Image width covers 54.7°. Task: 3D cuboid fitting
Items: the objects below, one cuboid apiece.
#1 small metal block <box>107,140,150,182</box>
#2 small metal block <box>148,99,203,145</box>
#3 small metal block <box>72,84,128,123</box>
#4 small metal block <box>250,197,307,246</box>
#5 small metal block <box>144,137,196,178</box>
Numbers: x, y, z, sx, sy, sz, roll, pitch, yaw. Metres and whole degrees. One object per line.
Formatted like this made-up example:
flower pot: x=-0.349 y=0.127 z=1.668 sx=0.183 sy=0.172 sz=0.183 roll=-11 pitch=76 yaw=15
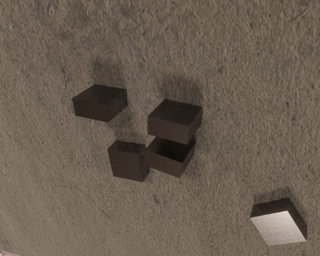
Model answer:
small metal block: x=-0.046 y=0.049 z=0.460 sx=0.050 sy=0.025 sz=0.050 roll=7 pitch=122 yaw=24
small metal block: x=0.019 y=-0.009 z=0.374 sx=0.050 sy=0.050 sz=0.025 roll=14 pitch=124 yaw=20
small metal block: x=-0.078 y=-0.034 z=0.409 sx=0.050 sy=0.050 sz=0.025 roll=12 pitch=123 yaw=21
small metal block: x=0.154 y=0.122 z=0.401 sx=0.050 sy=0.025 sz=0.050 roll=-25 pitch=105 yaw=36
small metal block: x=0.013 y=0.033 z=0.403 sx=0.050 sy=0.050 sz=0.025 roll=18 pitch=126 yaw=17
